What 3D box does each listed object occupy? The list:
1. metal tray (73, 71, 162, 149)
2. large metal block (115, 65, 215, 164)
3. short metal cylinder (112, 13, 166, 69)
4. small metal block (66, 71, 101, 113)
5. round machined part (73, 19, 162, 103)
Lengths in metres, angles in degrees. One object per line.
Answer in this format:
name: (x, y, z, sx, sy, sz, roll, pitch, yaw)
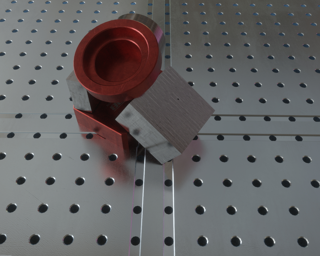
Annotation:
metal tray: (-0.044, -0.040, 0.438, 0.090, 0.030, 0.131, 28, 55, 21)
large metal block: (0.007, -0.016, 0.381, 0.080, 0.050, 0.080, 44, 57, -5)
short metal cylinder: (-0.037, -0.106, 0.421, 0.080, 0.080, 0.050, 10, 51, 8)
small metal block: (-0.091, -0.057, 0.397, 0.025, 0.050, 0.050, 15, 52, 12)
round machined part: (-0.046, -0.074, 0.361, 0.098, 0.042, 0.098, -4, 70, 10)
